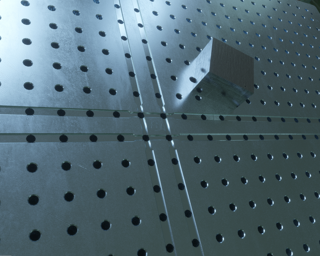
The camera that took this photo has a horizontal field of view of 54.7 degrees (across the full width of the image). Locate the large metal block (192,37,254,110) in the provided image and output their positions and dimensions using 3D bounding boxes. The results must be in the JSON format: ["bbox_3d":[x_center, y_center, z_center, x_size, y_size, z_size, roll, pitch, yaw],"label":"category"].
[{"bbox_3d":[0.104,-0.088,0.504,0.080,0.050,0.080,23,53,-15],"label":"large metal block"}]
